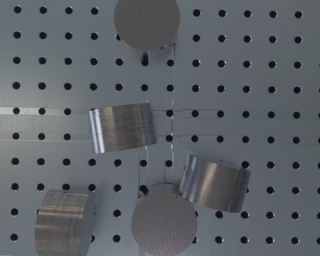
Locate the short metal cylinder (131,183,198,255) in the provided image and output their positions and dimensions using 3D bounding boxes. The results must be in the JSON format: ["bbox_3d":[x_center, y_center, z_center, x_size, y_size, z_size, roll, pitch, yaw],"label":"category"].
[{"bbox_3d":[0.006,0.116,0.400,0.080,0.050,0.079,0,91,1],"label":"short metal cylinder"}]

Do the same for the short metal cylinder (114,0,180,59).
[{"bbox_3d":[-0.016,-0.134,0.400,0.081,0.050,0.079,0,90,0],"label":"short metal cylinder"}]

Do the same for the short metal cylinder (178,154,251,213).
[{"bbox_3d":[0.067,0.067,0.386,0.080,0.080,0.050,15,90,0],"label":"short metal cylinder"}]

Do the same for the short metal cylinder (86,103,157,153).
[{"bbox_3d":[-0.047,0.000,0.385,0.080,0.080,0.050,-9,90,0],"label":"short metal cylinder"}]

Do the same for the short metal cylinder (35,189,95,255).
[{"bbox_3d":[-0.114,0.118,0.385,0.050,0.080,0.080,4,90,0],"label":"short metal cylinder"}]
